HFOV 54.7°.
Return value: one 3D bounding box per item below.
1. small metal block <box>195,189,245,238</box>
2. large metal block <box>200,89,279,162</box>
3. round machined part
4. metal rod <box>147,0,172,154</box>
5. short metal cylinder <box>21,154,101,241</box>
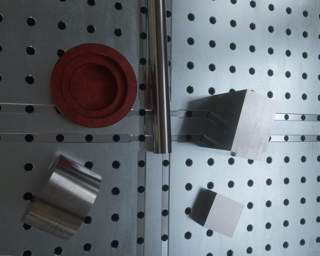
[{"bbox_3d":[0.086,0.123,0.446,0.050,0.025,0.050,27,81,-19],"label":"small metal block"},{"bbox_3d":[0.105,-0.003,0.424,0.050,0.080,0.080,18,84,-20],"label":"large metal block"},{"bbox_3d":[-0.081,-0.049,0.374,0.099,0.042,0.097,0,90,-21],"label":"round machined part"},{"bbox_3d":[-0.003,-0.116,0.412,0.025,0.025,0.298,-3,91,-20],"label":"metal rod"},{"bbox_3d":[-0.108,0.076,0.344,0.050,0.080,0.080,32,80,-18],"label":"short metal cylinder"}]
